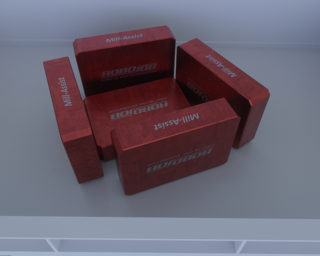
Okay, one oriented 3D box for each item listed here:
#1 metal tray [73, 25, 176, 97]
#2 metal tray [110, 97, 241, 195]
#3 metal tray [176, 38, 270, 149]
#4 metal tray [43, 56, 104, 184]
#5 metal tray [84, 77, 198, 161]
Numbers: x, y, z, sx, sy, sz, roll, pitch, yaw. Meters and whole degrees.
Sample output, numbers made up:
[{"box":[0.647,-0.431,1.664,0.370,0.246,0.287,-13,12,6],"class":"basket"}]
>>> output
[{"box":[-0.046,-0.088,0.433,0.131,0.089,0.030,-12,51,-11],"class":"metal tray"},{"box":[0.017,0.022,0.342,0.131,0.089,0.030,-16,52,-14],"class":"metal tray"},{"box":[0.072,-0.045,0.400,0.030,0.089,0.130,-30,56,-22],"class":"metal tray"},{"box":[-0.103,-0.011,0.368,0.030,0.089,0.130,-17,52,-14],"class":"metal tray"},{"box":[-0.027,-0.016,0.411,0.131,0.030,0.090,-15,52,-13],"class":"metal tray"}]
